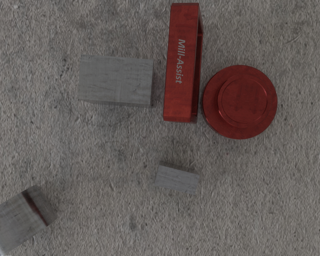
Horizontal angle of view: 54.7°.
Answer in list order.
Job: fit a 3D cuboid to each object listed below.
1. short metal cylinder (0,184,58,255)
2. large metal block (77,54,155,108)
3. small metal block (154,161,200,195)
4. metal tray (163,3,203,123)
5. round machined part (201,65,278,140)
[{"bbox_3d":[-0.175,0.113,0.381,0.080,0.080,0.050,-32,90,0],"label":"short metal cylinder"},{"bbox_3d":[-0.049,-0.054,0.382,0.080,0.080,0.050,4,90,0],"label":"large metal block"},{"bbox_3d":[0.021,0.063,0.398,0.050,0.050,0.025,14,90,0],"label":"small metal block"},{"bbox_3d":[0.031,-0.071,0.375,0.030,0.090,0.129,4,90,11],"label":"metal tray"},{"bbox_3d":[0.104,-0.034,0.402,0.099,0.042,0.097,0,90,0],"label":"round machined part"}]
